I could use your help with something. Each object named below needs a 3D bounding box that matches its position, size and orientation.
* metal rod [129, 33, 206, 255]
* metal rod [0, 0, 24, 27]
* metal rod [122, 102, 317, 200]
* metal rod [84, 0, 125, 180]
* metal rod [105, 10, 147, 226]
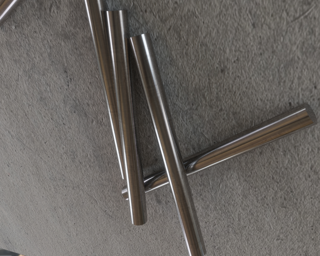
[{"bbox_3d":[0.014,0.033,0.392,0.025,0.025,0.298,-6,107,31],"label":"metal rod"},{"bbox_3d":[-0.136,-0.194,0.358,0.299,0.025,0.025,-23,106,36],"label":"metal rod"},{"bbox_3d":[0.051,0.044,0.407,0.299,0.025,0.025,-30,102,37],"label":"metal rod"},{"bbox_3d":[-0.063,-0.058,0.404,0.025,0.025,0.298,7,122,24],"label":"metal rod"},{"bbox_3d":[-0.040,0.003,0.410,0.025,0.025,0.298,7,116,24],"label":"metal rod"}]
